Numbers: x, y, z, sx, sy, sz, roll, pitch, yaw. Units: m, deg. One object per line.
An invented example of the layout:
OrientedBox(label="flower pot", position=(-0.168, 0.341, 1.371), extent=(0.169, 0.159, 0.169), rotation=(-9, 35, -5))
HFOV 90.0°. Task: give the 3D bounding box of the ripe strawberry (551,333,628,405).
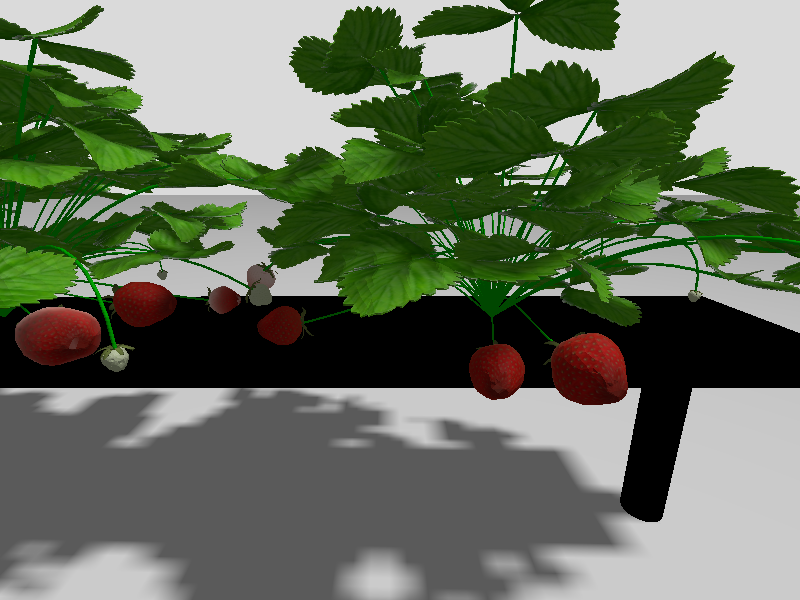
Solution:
OrientedBox(label="ripe strawberry", position=(0.105, 0.040, 0.220), extent=(0.039, 0.041, 0.042), rotation=(-2, 17, -8))

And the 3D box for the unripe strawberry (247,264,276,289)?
OrientedBox(label="unripe strawberry", position=(-0.160, -0.024, 0.455), extent=(0.033, 0.032, 0.030), rotation=(-44, -3, 26))

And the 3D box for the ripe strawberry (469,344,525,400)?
OrientedBox(label="ripe strawberry", position=(0.054, 0.042, 0.226), extent=(0.031, 0.033, 0.034), rotation=(3, 17, 11))

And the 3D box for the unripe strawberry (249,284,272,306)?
OrientedBox(label="unripe strawberry", position=(-0.137, -0.004, 0.396), extent=(0.022, 0.022, 0.024), rotation=(31, 10, -15))

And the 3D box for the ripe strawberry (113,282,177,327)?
OrientedBox(label="ripe strawberry", position=(-0.214, 0.003, 0.340), extent=(0.045, 0.038, 0.044), rotation=(3, 17, 9))

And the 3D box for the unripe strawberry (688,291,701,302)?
OrientedBox(label="unripe strawberry", position=(0.297, -0.003, 0.404), extent=(0.010, 0.011, 0.011), rotation=(-3, 17, -10))

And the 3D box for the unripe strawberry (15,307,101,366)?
OrientedBox(label="unripe strawberry", position=(-0.225, 0.024, 0.268), extent=(0.045, 0.038, 0.045), rotation=(12, 20, 34))

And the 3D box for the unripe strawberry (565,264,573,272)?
OrientedBox(label="unripe strawberry", position=(0.218, -0.042, 0.518), extent=(0.010, 0.011, 0.011), rotation=(13, 21, 38))

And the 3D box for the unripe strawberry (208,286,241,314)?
OrientedBox(label="unripe strawberry", position=(-0.163, 0.000, 0.374), extent=(0.026, 0.026, 0.029), rotation=(0, 17, -3))

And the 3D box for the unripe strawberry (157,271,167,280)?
OrientedBox(label="unripe strawberry", position=(-0.296, -0.030, 0.498), extent=(0.011, 0.011, 0.011), rotation=(8, 18, 26))

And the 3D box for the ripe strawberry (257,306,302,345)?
OrientedBox(label="ripe strawberry", position=(-0.091, 0.019, 0.303), extent=(0.032, 0.028, 0.032), rotation=(-7, 18, -19))

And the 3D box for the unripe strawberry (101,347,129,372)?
OrientedBox(label="unripe strawberry", position=(-0.181, 0.038, 0.255), extent=(0.017, 0.016, 0.015), rotation=(10, 19, 31))
